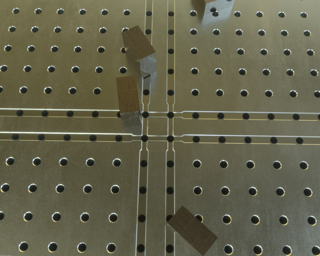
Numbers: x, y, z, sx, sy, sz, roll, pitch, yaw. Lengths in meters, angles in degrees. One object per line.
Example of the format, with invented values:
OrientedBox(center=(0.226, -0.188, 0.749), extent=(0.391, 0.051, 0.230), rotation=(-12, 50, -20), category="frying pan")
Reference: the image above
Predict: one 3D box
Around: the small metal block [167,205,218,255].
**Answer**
OrientedBox(center=(0.035, 0.118, 0.356), extent=(0.050, 0.050, 0.025), rotation=(40, 75, 13), category="small metal block")

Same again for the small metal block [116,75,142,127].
OrientedBox(center=(-0.040, -0.034, 0.411), extent=(0.025, 0.050, 0.050), rotation=(-8, 70, -3), category="small metal block")

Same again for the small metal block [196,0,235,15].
OrientedBox(center=(0.085, -0.213, 0.490), extent=(0.050, 0.025, 0.050), rotation=(-19, 71, -7), category="small metal block")

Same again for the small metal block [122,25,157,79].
OrientedBox(center=(-0.028, -0.106, 0.437), extent=(0.025, 0.050, 0.050), rotation=(-29, 73, -10), category="small metal block")
